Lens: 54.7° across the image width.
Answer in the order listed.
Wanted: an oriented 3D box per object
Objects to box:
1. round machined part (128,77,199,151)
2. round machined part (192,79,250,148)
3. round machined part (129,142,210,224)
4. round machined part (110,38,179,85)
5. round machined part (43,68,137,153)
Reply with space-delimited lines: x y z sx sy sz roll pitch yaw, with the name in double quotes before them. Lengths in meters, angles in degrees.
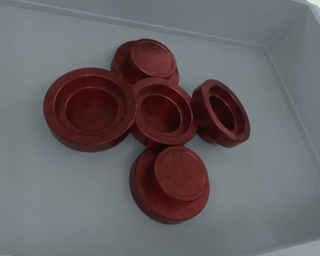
"round machined part" -0.002 -0.014 0.399 0.099 0.042 0.098 14 56 -21
"round machined part" 0.079 -0.016 0.434 0.098 0.042 0.098 27 46 -31
"round machined part" 0.017 0.059 0.365 0.099 0.042 0.098 14 56 -21
"round machined part" -0.016 -0.086 0.436 0.099 0.042 0.098 14 56 -21
"round machined part" -0.077 -0.017 0.351 0.099 0.042 0.098 4 62 -7
